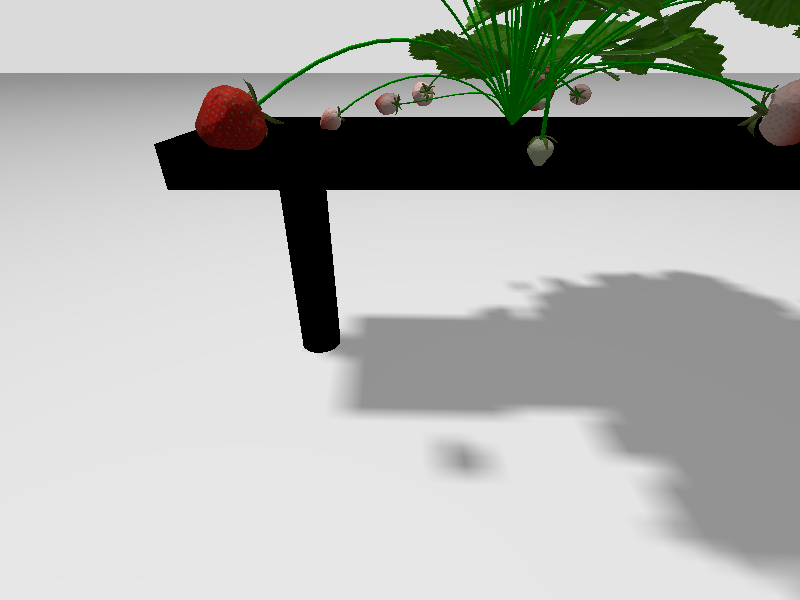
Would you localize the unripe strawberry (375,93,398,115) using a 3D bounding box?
[{"bbox_3d":[-0.012,-0.182,0.372,0.022,0.019,0.022,17,35,27],"label":"unripe strawberry"}]

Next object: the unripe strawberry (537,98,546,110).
[{"bbox_3d":[0.144,-0.197,0.403,0.010,0.011,0.011,16,34,24],"label":"unripe strawberry"}]

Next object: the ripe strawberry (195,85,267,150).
[{"bbox_3d":[-0.091,-0.094,0.211,0.033,0.033,0.036,-35,42,-17],"label":"ripe strawberry"}]

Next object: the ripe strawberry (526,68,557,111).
[{"bbox_3d":[0.143,-0.225,0.423,0.042,0.044,0.046,12,32,19],"label":"ripe strawberry"}]

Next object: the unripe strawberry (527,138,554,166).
[{"bbox_3d":[0.058,-0.062,0.168,0.010,0.011,0.011,5,31,9],"label":"unripe strawberry"}]

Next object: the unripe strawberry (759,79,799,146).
[{"bbox_3d":[0.242,-0.111,0.239,0.038,0.037,0.035,17,35,25],"label":"unripe strawberry"}]

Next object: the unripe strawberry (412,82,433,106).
[{"bbox_3d":[0.025,-0.231,0.452,0.024,0.025,0.026,-12,16,-19],"label":"unripe strawberry"}]

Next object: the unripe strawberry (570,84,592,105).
[{"bbox_3d":[0.208,-0.236,0.461,0.024,0.021,0.022,20,36,30],"label":"unripe strawberry"}]
